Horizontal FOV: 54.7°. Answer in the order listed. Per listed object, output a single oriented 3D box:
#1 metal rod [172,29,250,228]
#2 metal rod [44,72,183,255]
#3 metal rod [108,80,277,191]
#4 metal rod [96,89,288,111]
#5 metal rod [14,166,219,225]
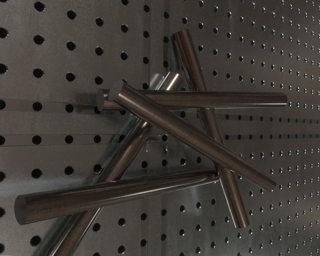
[{"bbox_3d":[0.077,0.005,0.453,0.025,0.025,0.298,-24,98,-38],"label":"metal rod"},{"bbox_3d":[-0.052,0.047,0.367,0.025,0.025,0.300,47,62,-30],"label":"metal rod"},{"bbox_3d":[0.063,0.024,0.402,0.301,0.025,0.025,30,71,-34],"label":"metal rod"},{"bbox_3d":[0.064,-0.038,0.418,0.303,0.025,0.025,-3,92,-31],"label":"metal rod"},{"bbox_3d":[-0.016,0.070,0.372,0.302,0.025,0.025,1,90,-48],"label":"metal rod"}]
